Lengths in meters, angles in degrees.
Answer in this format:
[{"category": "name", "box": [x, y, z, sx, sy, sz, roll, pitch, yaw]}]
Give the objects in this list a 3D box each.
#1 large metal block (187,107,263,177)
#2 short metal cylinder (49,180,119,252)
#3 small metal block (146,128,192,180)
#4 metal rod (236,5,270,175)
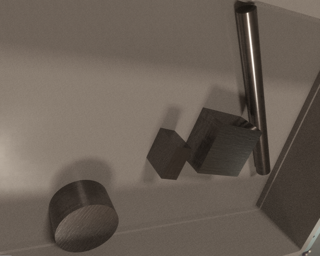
[{"category": "large metal block", "box": [0.090, 0.023, 0.458, 0.081, 0.050, 0.079, 10, 113, -33]}, {"category": "short metal cylinder", "box": [-0.101, 0.116, 0.410, 0.081, 0.050, 0.079, -14, 125, -21]}, {"category": "small metal block", "box": [0.011, 0.035, 0.422, 0.025, 0.050, 0.050, 12, 112, -34]}, {"category": "metal rod", "box": [0.146, -0.034, 0.469, 0.025, 0.025, 0.299, -29, 129, -11]}]
